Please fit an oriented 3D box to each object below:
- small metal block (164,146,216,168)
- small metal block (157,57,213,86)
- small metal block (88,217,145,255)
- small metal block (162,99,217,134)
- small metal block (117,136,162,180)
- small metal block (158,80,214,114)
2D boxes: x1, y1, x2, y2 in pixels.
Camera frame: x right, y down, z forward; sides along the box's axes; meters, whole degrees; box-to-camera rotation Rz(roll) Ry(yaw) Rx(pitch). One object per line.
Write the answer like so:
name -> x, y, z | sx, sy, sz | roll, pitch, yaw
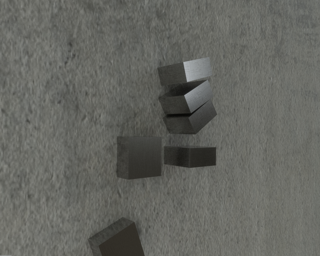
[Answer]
small metal block -> 0.041, 0.038, 0.425 | 0.050, 0.050, 0.025 | 1, 90, -40
small metal block -> 0.034, -0.076, 0.419 | 0.050, 0.050, 0.025 | -20, 103, -38
small metal block -> -0.050, 0.142, 0.365 | 0.050, 0.025, 0.050 | -24, 106, -38
small metal block -> 0.041, -0.016, 0.425 | 0.050, 0.050, 0.025 | -39, 115, -33
small metal block -> -0.025, 0.036, 0.385 | 0.050, 0.025, 0.050 | 1, 89, -40
small metal block -> 0.035, -0.042, 0.420 | 0.050, 0.050, 0.025 | -36, 112, -35
